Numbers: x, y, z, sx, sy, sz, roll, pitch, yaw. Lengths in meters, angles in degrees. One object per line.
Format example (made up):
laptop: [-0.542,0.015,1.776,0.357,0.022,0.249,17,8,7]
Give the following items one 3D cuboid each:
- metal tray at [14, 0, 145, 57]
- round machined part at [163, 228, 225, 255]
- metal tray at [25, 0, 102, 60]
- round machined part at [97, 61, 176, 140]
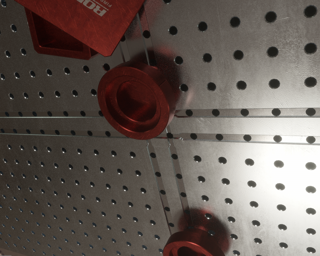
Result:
metal tray: [-0.086,-0.147,0.323,0.131,0.030,0.090,30,117,-16]
round machined part: [0.058,0.200,0.492,0.098,0.042,0.097,13,124,20]
metal tray: [-0.121,-0.153,0.374,0.090,0.030,0.129,12,124,21]
round machined part: [-0.025,-0.037,0.389,0.098,0.042,0.097,13,124,20]
